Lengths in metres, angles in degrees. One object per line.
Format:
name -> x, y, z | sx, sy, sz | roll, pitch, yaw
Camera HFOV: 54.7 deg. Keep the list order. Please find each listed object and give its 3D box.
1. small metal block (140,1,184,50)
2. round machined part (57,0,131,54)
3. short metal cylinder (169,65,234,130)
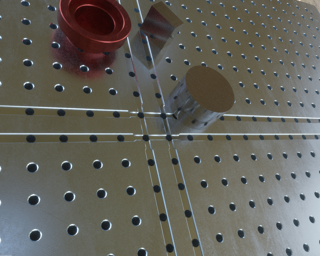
small metal block -> 0.002, -0.163, 0.494 | 0.050, 0.050, 0.025 | 45, 51, 3
round machined part -> -0.094, -0.145, 0.436 | 0.099, 0.042, 0.098 | 14, 56, -21
short metal cylinder -> 0.061, -0.044, 0.454 | 0.081, 0.050, 0.080 | 14, 56, -21
